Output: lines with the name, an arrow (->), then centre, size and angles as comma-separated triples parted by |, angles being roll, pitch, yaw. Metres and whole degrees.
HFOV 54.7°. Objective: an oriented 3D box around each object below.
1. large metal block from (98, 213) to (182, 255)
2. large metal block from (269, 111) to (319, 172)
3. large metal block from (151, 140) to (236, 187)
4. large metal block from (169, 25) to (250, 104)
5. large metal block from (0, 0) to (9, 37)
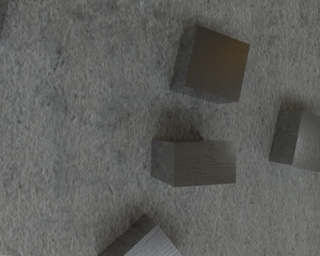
large metal block -> -0.019, 0.171, 0.390 | 0.080, 0.050, 0.080 | -39, 103, -16
large metal block -> 0.225, 0.023, 0.481 | 0.081, 0.050, 0.080 | 14, 85, -20
large metal block -> 0.040, 0.041, 0.396 | 0.081, 0.080, 0.050 | 0, 90, -20
large metal block -> 0.067, -0.082, 0.422 | 0.081, 0.050, 0.080 | 14, 85, -20
large metal block -> -0.205, -0.146, 0.320 | 0.081, 0.050, 0.080 | 12, 86, -20
